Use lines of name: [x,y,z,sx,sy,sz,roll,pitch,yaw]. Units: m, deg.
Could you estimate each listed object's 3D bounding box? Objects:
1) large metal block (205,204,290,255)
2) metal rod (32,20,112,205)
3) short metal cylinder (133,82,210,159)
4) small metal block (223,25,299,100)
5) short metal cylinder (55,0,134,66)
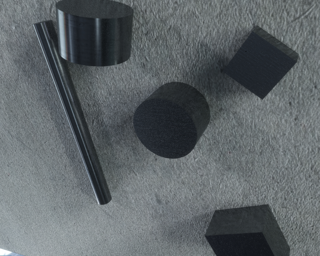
large metal block: [0.121,0.156,0.424,0.080,0.050,0.080,-18,109,35]
metal rod: [-0.124,-0.007,0.467,0.025,0.025,0.298,2,120,27]
short metal cylinder: [0.015,-0.010,0.377,0.080,0.050,0.079,13,124,21]
small metal block: [0.101,-0.066,0.313,0.050,0.025,0.050,36,129,3]
short metal cylinder: [-0.071,-0.108,0.342,0.080,0.080,0.050,20,126,16]
